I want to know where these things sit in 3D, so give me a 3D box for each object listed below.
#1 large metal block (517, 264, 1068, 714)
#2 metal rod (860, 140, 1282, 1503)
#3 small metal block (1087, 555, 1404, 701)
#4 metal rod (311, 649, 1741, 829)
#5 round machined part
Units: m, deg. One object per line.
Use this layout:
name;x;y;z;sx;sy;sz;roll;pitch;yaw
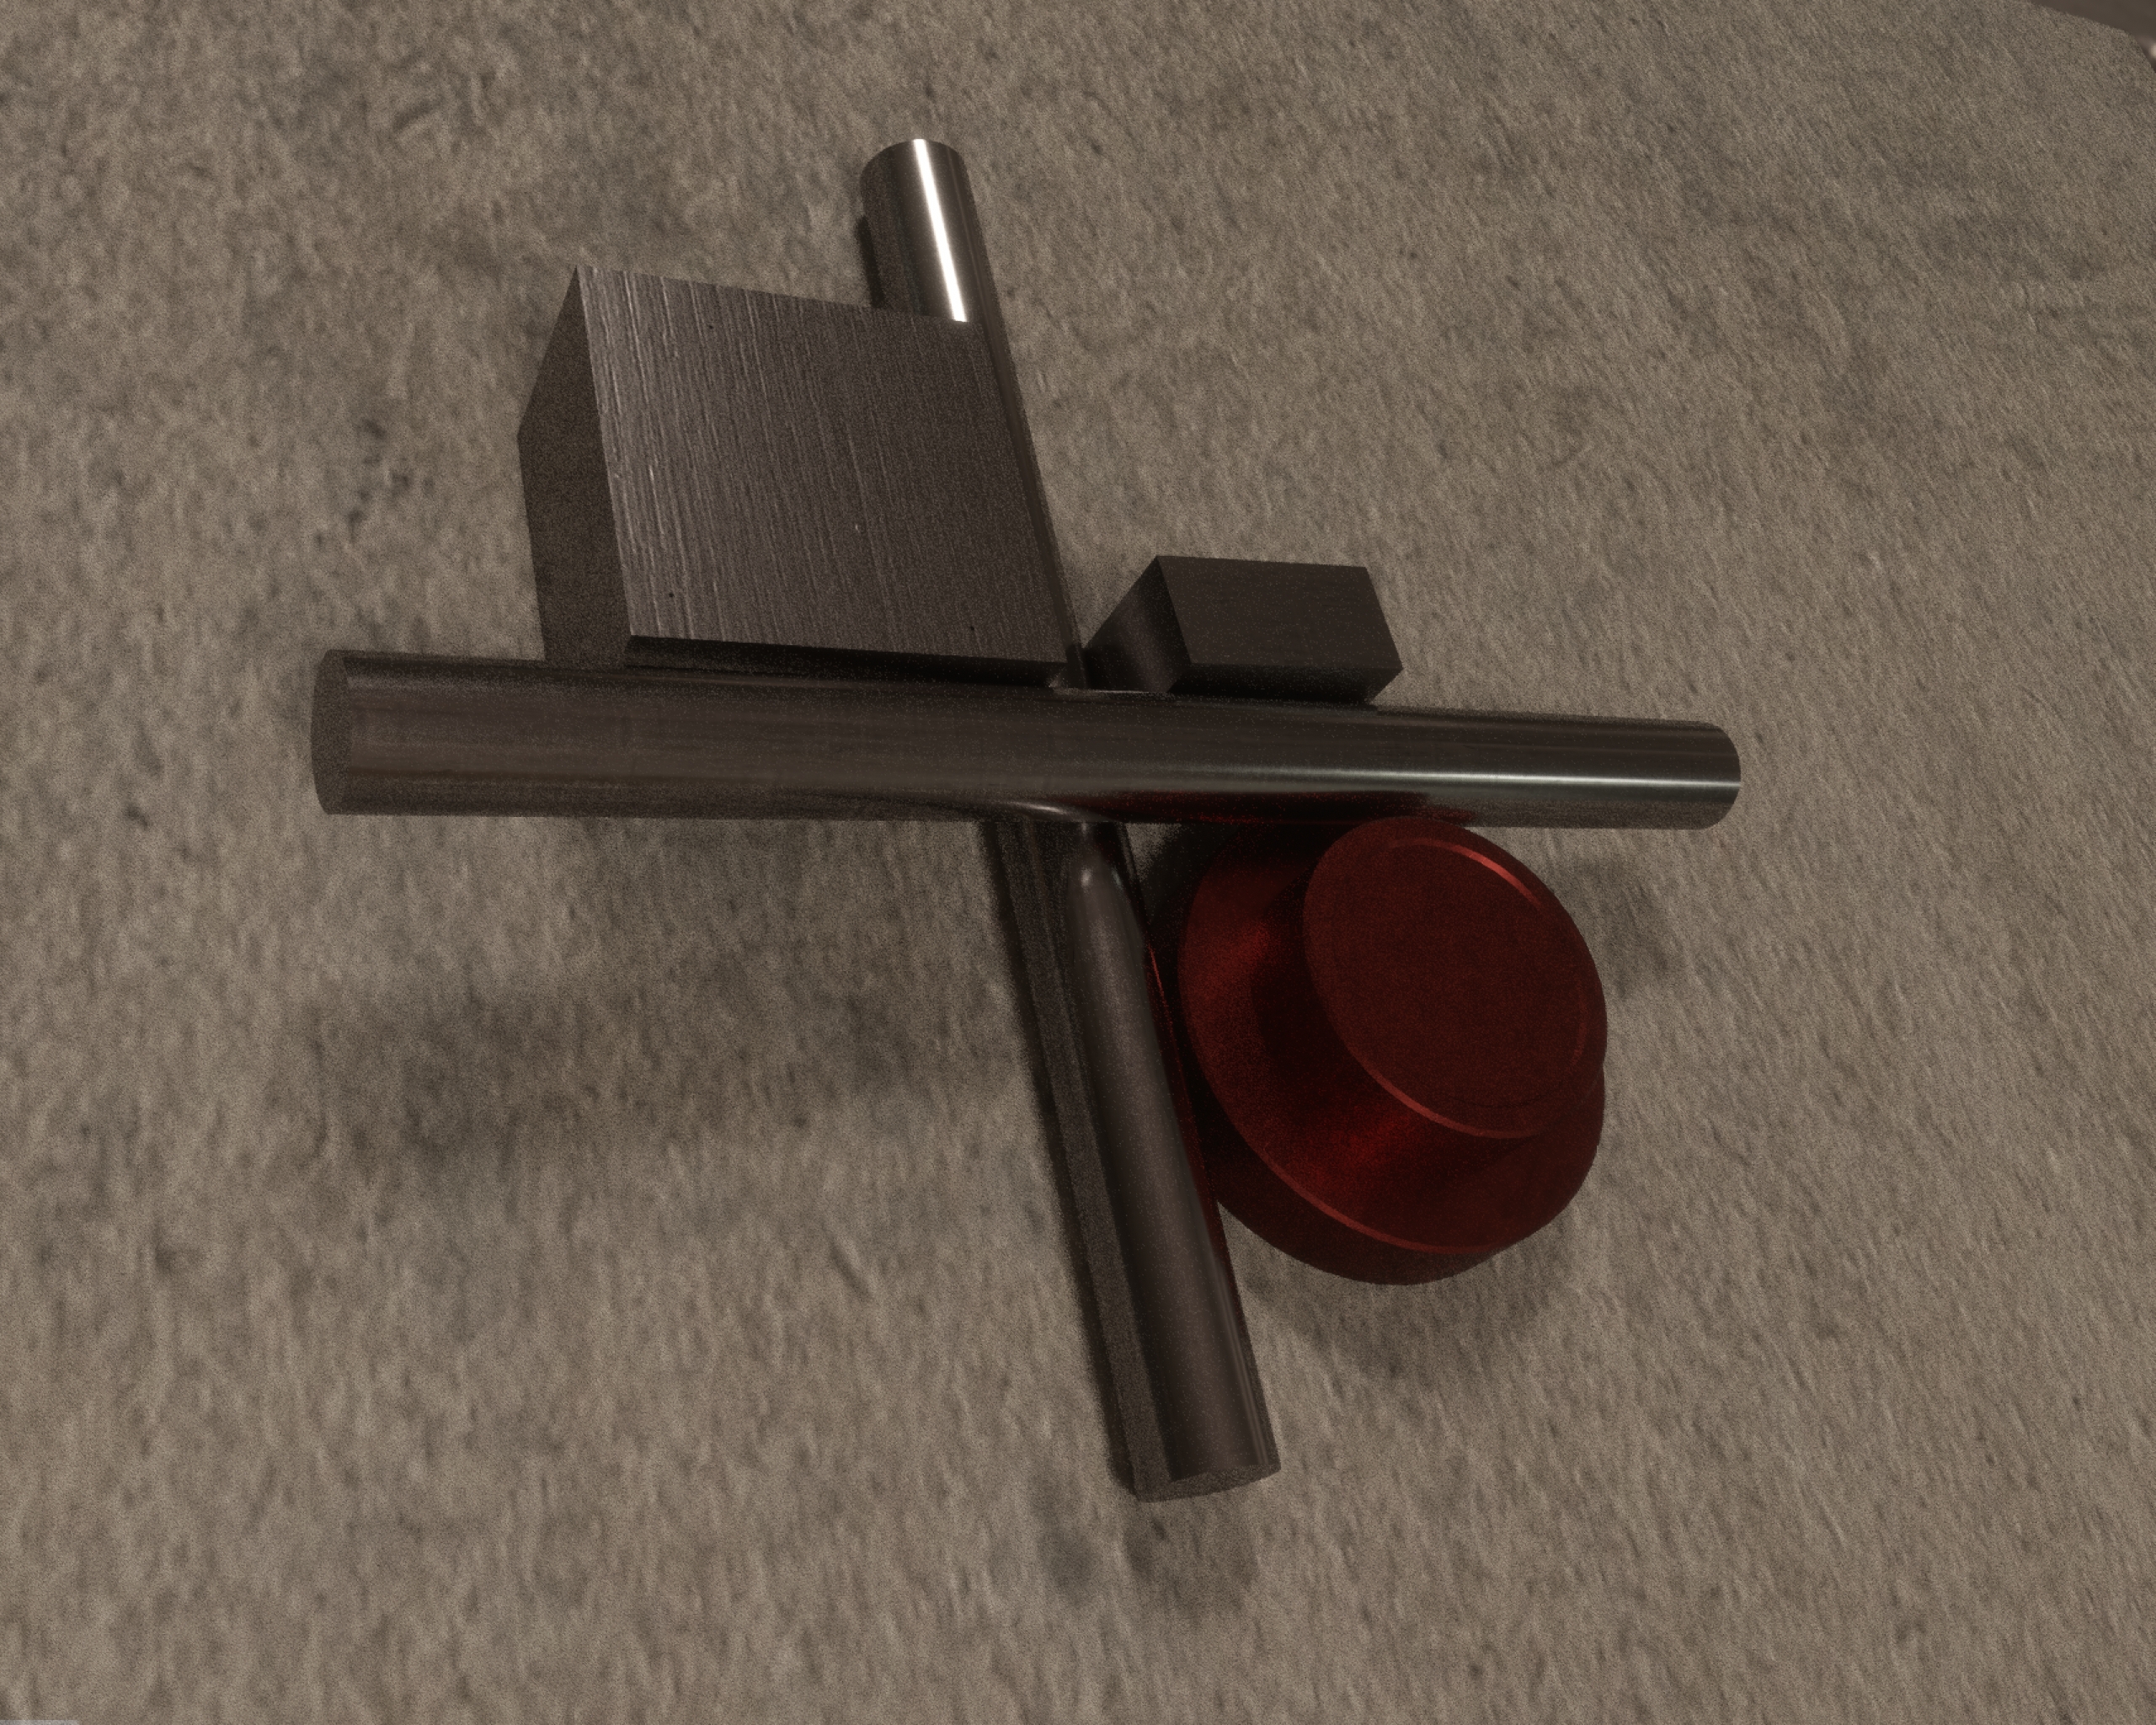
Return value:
large metal block;-0.057;-0.060;0.396;0.081;0.050;0.080;1;62;-28
metal rod;-0.008;-0.026;0.418;0.025;0.025;0.299;2;61;-28
small metal block;0.030;-0.038;0.430;0.050;0.050;0.025;-1;63;-29
metal rod;0.015;-0.020;0.395;0.303;0.025;0.025;0;62;-33
round machined part;0.064;0.030;0.411;0.099;0.042;0.098;14;56;-21
